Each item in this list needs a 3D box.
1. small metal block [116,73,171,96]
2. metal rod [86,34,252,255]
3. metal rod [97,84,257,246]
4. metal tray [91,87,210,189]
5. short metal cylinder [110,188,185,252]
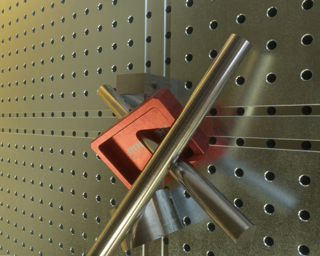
[{"bbox_3d":[-0.022,-0.056,0.409,0.050,0.050,0.025,4,93,39],"label":"small metal block"},{"bbox_3d":[0.002,0.036,0.331,0.025,0.025,0.299,37,97,33],"label":"metal rod"},{"bbox_3d":[-0.004,0.020,0.377,0.300,0.025,0.025,43,116,42],"label":"metal rod"},{"bbox_3d":[-0.015,0.020,0.388,0.130,0.030,0.090,-33,102,35],"label":"metal tray"},{"bbox_3d":[-0.016,0.114,0.385,0.080,0.081,0.050,-34,69,34],"label":"short metal cylinder"}]
